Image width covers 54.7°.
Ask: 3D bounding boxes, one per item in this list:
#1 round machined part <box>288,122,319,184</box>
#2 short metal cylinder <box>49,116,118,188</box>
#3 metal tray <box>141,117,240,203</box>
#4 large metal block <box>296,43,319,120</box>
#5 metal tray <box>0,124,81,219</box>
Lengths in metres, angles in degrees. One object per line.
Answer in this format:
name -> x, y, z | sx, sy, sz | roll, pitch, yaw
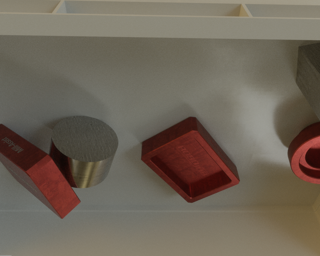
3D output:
round machined part -> 0.226, 0.029, 0.421 | 0.099, 0.042, 0.097 | 4, 131, 5
short metal cylinder -> -0.099, 0.030, 0.397 | 0.081, 0.080, 0.050 | 14, 129, -12
metal tray -> 0.046, 0.051, 0.450 | 0.090, 0.030, 0.130 | -29, 125, 22
large metal block -> 0.202, -0.055, 0.330 | 0.080, 0.080, 0.050 | -10, 130, 8
metal tray -> -0.166, 0.053, 0.397 | 0.130, 0.030, 0.090 | 21, 143, 37
